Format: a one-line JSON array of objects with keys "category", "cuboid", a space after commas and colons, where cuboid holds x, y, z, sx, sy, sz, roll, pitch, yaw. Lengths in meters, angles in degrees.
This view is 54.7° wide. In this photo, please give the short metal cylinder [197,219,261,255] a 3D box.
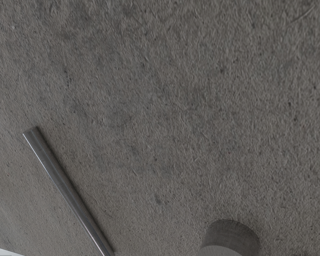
[{"category": "short metal cylinder", "cuboid": [0.100, 0.181, 0.450, 0.080, 0.050, 0.079, 13, 124, 21]}]

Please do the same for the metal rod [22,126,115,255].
[{"category": "metal rod", "cuboid": [-0.162, 0.131, 0.573, 0.025, 0.025, 0.299, -13, 112, 33]}]
